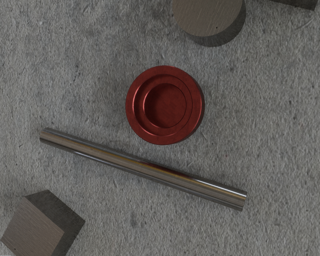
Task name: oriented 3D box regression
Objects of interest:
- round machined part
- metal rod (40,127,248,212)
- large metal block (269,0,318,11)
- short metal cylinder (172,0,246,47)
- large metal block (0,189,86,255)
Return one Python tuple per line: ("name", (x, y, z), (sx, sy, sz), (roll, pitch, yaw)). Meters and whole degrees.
("round machined part", (0.009, -0.028, 0.396), (0.098, 0.042, 0.097), (0, 90, 19))
("metal rod", (-0.035, 0.050, 0.420), (0.301, 0.025, 0.025), (16, 95, 18))
("large metal block", (0.149, -0.187, 0.343), (0.080, 0.050, 0.080), (22, 97, 18))
("short metal cylinder", (0.061, -0.144, 0.374), (0.080, 0.050, 0.079), (0, 90, 19))
("large metal block", (-0.171, 0.151, 0.454), (0.080, 0.050, 0.080), (34, 101, 16))
